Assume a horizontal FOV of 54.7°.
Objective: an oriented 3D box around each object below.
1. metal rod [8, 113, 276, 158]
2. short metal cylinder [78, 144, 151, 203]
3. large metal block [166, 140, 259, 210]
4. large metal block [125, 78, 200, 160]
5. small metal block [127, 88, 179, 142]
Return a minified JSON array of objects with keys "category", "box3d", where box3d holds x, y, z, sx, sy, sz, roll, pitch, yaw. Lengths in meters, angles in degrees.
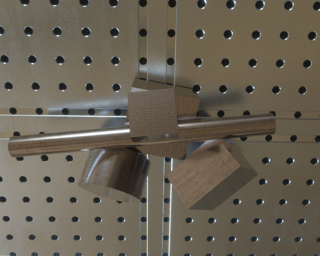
[{"category":"metal rod","box3d":[-0.022,0.009,0.359,0.302,0.025,0.025,-5,110,2]},{"category":"short metal cylinder","box3d":[-0.057,0.060,0.395,0.080,0.080,0.050,18,66,-7]},{"category":"large metal block","box3d":[0.069,0.060,0.396,0.080,0.050,0.080,-43,149,14]},{"category":"large metal block","box3d":[-0.001,-0.012,0.392,0.081,0.050,0.079,10,110,-4]},{"category":"small metal block","box3d":[-0.007,-0.013,0.338,0.050,0.025,0.050,-5,75,2]}]
